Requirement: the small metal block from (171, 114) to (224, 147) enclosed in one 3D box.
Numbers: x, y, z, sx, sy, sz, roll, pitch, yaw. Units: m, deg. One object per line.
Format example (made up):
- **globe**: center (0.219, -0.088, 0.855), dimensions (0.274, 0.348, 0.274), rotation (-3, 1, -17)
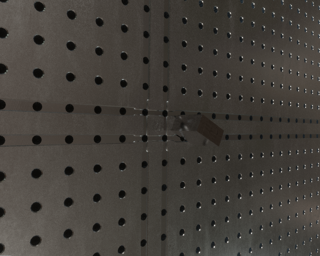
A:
- **small metal block**: center (0.053, 0.004, 0.440), dimensions (0.050, 0.050, 0.025), rotation (33, 70, -36)
